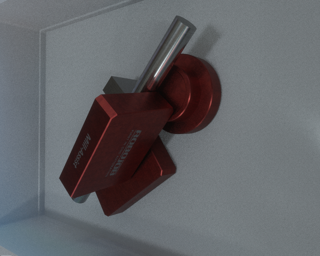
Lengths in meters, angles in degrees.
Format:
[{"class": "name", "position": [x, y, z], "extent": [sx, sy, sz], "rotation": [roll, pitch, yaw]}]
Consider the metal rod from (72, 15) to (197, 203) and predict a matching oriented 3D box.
[{"class": "metal rod", "position": [-0.048, -0.002, 0.391], "extent": [0.025, 0.025, 0.298], "rotation": [52, 124, 27]}]

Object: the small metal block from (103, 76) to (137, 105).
[{"class": "small metal block", "position": [-0.041, -0.042, 0.420], "extent": [0.025, 0.050, 0.050], "rotation": [-52, 60, 27]}]

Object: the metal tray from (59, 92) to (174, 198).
[{"class": "metal tray", "position": [-0.050, 0.019, 0.353], "extent": [0.030, 0.091, 0.129], "rotation": [49, 125, 25]}]

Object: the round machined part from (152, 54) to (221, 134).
[{"class": "round machined part", "position": [0.020, -0.041, 0.375], "extent": [0.098, 0.042, 0.097], "rotation": [0, 90, 39]}]

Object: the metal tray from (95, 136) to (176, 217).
[{"class": "metal tray", "position": [-0.047, 0.056, 0.438], "extent": [0.129, 0.030, 0.090], "rotation": [-42, 65, 31]}]
